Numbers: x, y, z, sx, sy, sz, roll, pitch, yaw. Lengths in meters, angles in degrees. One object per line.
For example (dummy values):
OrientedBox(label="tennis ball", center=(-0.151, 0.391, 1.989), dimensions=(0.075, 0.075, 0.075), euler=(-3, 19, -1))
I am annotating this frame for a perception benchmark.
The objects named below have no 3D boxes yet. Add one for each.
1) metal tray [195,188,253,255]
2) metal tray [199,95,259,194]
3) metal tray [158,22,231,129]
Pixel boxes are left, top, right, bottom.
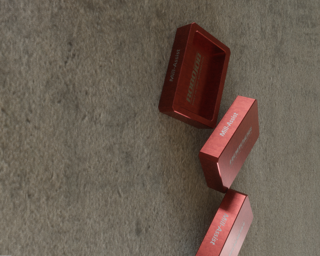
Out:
OrientedBox(label="metal tray", center=(0.099, 0.169, 0.468), dimensions=(0.130, 0.030, 0.090), euler=(-56, 143, -25))
OrientedBox(label="metal tray", center=(0.111, 0.024, 0.478), dimensions=(0.130, 0.030, 0.090), euler=(-51, 141, -28))
OrientedBox(label="metal tray", center=(0.053, -0.072, 0.447), dimensions=(0.091, 0.030, 0.129), euler=(22, 76, -38))
